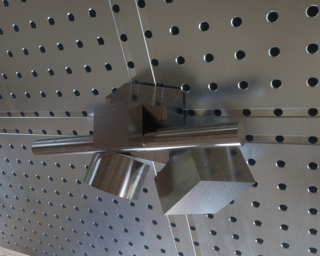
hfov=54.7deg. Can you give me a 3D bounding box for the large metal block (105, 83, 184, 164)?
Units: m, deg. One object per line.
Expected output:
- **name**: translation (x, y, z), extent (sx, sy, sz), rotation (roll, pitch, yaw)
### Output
- **large metal block**: translation (-0.017, -0.007, 0.394), extent (0.080, 0.050, 0.079), rotation (10, 123, 22)

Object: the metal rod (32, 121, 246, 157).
- **metal rod**: translation (-0.049, 0.017, 0.378), extent (0.300, 0.025, 0.025), rotation (-5, 116, 31)

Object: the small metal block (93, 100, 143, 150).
- **small metal block**: translation (-0.048, -0.001, 0.350), extent (0.050, 0.025, 0.050), rotation (-6, 81, 31)

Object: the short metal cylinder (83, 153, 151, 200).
- **short metal cylinder**: translation (-0.059, 0.062, 0.433), extent (0.080, 0.080, 0.050), rotation (18, 83, 18)

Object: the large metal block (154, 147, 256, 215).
- **large metal block**: translation (0.051, 0.063, 0.375), extent (0.081, 0.050, 0.080), rotation (8, 137, -31)
